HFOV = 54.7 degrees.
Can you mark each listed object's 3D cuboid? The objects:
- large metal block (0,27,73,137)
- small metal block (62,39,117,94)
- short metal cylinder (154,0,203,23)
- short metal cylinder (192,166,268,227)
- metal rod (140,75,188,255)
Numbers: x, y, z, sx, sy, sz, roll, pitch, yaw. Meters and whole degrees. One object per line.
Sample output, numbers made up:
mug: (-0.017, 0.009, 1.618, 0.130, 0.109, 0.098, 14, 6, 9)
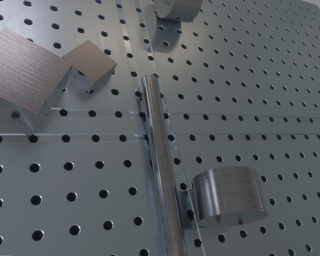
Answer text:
large metal block: (-0.155, -0.050, 0.339, 0.080, 0.050, 0.080, 28, 52, -11)
small metal block: (-0.094, -0.081, 0.407, 0.050, 0.025, 0.050, 40, 51, -1)
short metal cylinder: (0.031, -0.224, 0.526, 0.050, 0.080, 0.080, 0, 62, -28)
short metal cylinder: (0.080, 0.083, 0.365, 0.081, 0.080, 0.050, 9, 58, -24)
metal rod: (0.006, 0.063, 0.372, 0.025, 0.025, 0.299, 5, 59, -26)
